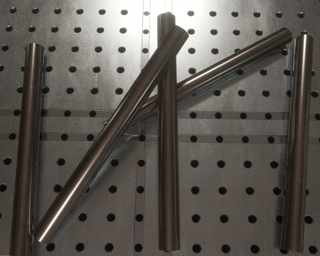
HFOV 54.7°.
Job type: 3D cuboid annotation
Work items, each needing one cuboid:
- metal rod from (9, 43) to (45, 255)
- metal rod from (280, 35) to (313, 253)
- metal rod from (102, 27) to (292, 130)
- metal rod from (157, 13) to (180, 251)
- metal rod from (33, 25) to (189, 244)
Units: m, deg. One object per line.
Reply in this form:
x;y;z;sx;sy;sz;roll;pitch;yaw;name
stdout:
-0.170;0.024;0.400;0.025;0.025;0.299;-4;70;-2;metal rod
0.184;0.006;0.411;0.025;0.025;0.299;11;70;4;metal rod
0.059;-0.068;0.437;0.302;0.025;0.025;-29;73;-11;metal rod
0.010;-0.005;0.392;0.025;0.025;0.299;0;78;-1;metal rod
-0.056;0.004;0.375;0.025;0.025;0.299;33;86;11;metal rod
